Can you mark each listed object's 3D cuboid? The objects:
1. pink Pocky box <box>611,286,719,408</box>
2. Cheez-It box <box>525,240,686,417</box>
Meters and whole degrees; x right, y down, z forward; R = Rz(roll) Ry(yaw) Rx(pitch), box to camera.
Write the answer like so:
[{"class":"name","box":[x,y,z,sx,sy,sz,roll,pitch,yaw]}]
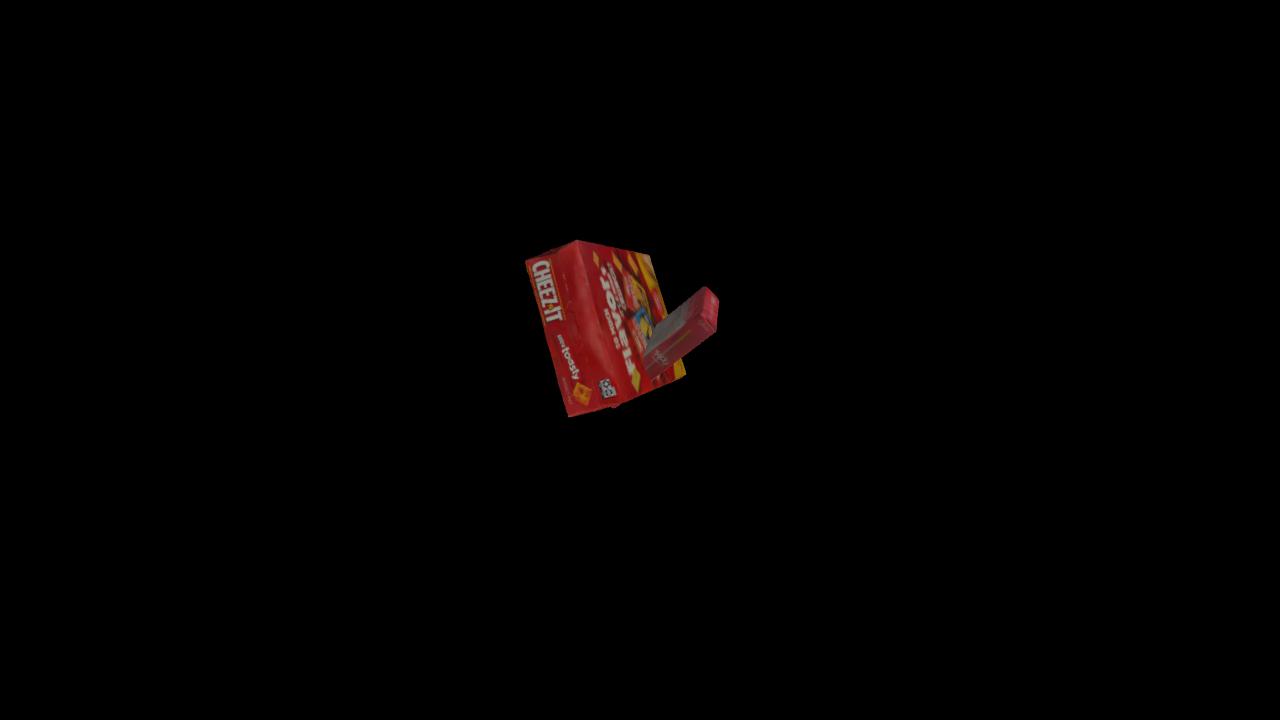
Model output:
[{"class":"pink Pocky box","box":[0.022,-0.014,0.688,0.155,0.029,0.084,-38,15,24]},{"class":"Cheez-It box","box":[-0.028,-0.039,0.694,0.071,0.166,0.223,-17,0,20]}]
